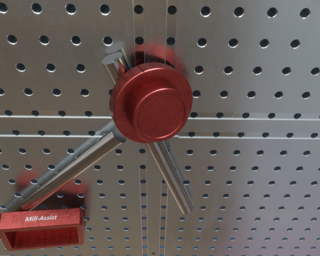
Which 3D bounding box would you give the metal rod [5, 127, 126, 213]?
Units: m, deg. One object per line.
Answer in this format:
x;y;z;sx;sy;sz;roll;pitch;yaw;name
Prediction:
-0.165;0.087;0.483;0.299;0.025;0.025;-35;122;26;metal rod

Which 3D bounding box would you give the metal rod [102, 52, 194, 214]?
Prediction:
-0.004;0.029;0.436;0.025;0.025;0.299;-15;129;12;metal rod

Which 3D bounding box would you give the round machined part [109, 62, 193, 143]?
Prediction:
-0.005;-0.023;0.359;0.099;0.042;0.097;-12;124;-19;round machined part

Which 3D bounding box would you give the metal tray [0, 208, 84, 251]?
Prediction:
-0.199;0.175;0.533;0.131;0.030;0.089;-1;139;-12;metal tray
